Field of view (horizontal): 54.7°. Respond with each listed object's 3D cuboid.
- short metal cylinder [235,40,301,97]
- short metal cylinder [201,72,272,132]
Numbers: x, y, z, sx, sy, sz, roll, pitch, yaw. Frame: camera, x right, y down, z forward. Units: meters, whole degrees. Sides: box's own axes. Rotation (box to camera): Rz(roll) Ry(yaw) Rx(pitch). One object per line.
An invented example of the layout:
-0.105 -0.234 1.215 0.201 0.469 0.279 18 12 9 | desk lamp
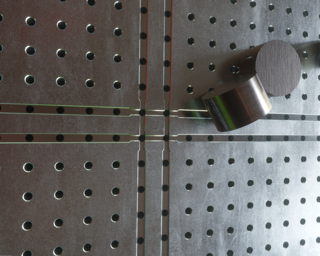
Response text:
0.159 -0.085 0.460 0.081 0.050 0.079 0 90 -21 | short metal cylinder
0.104 -0.036 0.423 0.080 0.080 0.050 -31 101 -18 | short metal cylinder
